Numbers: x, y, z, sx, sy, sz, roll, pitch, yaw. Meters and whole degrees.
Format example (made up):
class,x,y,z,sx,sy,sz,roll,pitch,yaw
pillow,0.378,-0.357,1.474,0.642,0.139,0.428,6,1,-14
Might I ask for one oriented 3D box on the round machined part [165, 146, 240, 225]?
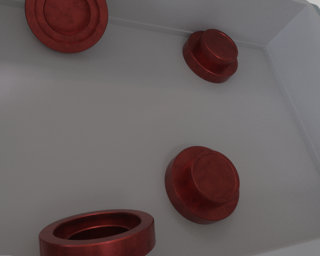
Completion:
class,x,y,z,sx,sy,sz,roll,pitch,yaw
round machined part,0.059,0.066,0.386,0.099,0.042,0.098,14,56,-21

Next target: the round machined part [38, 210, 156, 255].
class,x,y,z,sx,sy,sz,roll,pitch,yaw
round machined part,-0.053,0.106,0.273,0.099,0.098,0.042,-4,90,-30

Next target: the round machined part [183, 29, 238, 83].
class,x,y,z,sx,sy,sz,roll,pitch,yaw
round machined part,0.091,-0.127,0.521,0.099,0.042,0.098,14,56,-21

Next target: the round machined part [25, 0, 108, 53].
class,x,y,z,sx,sy,sz,roll,pitch,yaw
round machined part,-0.120,-0.150,0.398,0.099,0.097,0.042,6,24,-25
